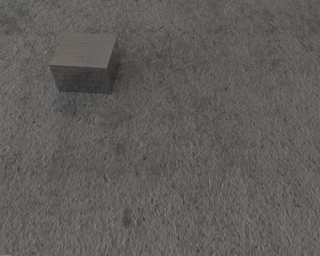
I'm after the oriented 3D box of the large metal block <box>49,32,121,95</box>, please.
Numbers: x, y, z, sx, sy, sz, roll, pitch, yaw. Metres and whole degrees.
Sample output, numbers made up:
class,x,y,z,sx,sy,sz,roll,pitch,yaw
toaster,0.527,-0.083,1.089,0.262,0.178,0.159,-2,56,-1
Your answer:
class,x,y,z,sx,sy,sz,roll,pitch,yaw
large metal block,-0.109,-0.099,0.469,0.080,0.050,0.080,4,50,3
